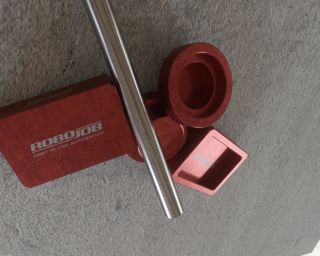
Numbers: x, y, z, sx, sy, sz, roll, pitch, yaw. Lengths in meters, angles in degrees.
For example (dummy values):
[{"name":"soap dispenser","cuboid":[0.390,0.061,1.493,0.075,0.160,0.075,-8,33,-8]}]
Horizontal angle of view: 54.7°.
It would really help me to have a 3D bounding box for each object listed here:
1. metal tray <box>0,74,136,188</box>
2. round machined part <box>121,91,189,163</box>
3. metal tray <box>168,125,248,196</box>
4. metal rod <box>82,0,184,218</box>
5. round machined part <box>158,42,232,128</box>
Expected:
[{"name":"metal tray","cuboid":[-0.101,0.004,0.338,0.131,0.030,0.090,-20,124,-6]},{"name":"round machined part","cuboid":[-0.004,0.005,0.399,0.099,0.042,0.097,-14,124,-21]},{"name":"metal tray","cuboid":[0.068,0.047,0.457,0.090,0.030,0.130,-51,139,8]},{"name":"metal rod","cuboid":[-0.026,-0.022,0.337,0.025,0.025,0.298,-25,114,-13]},{"name":"round machined part","cuboid":[0.037,-0.051,0.373,0.099,0.042,0.097,-6,100,-34]}]
